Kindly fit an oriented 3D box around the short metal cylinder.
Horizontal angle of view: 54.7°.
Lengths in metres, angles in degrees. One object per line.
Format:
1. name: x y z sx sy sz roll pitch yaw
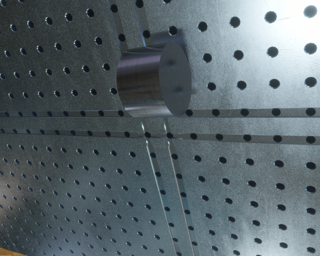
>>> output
1. short metal cylinder: -0.004 -0.052 0.345 0.050 0.080 0.080 -2 118 29
